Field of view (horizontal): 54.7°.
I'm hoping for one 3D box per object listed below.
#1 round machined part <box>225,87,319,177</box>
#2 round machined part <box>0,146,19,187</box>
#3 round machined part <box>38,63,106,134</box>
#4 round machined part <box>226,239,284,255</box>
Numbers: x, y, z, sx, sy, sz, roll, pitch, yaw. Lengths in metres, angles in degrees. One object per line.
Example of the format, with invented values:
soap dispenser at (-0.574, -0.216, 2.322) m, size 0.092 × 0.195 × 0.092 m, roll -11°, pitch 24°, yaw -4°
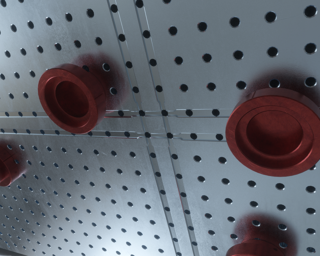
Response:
round machined part at (0.125, 0.001, 0.335) m, size 0.098 × 0.042 × 0.097 m, roll 13°, pitch 124°, yaw 20°
round machined part at (-0.340, 0.080, 0.625) m, size 0.098 × 0.042 × 0.097 m, roll 13°, pitch 124°, yaw 20°
round machined part at (-0.117, -0.044, 0.433) m, size 0.098 × 0.042 × 0.097 m, roll 13°, pitch 124°, yaw 20°
round machined part at (0.144, 0.202, 0.449) m, size 0.098 × 0.042 × 0.097 m, roll 13°, pitch 124°, yaw 20°
